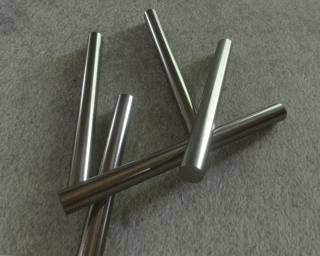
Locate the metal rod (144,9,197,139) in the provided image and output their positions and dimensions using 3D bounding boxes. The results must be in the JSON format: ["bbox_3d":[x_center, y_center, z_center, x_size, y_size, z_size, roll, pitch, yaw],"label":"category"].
[{"bbox_3d":[0.015,-0.100,0.486,0.025,0.025,0.300,-10,51,-8],"label":"metal rod"}]

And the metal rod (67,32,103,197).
[{"bbox_3d":[-0.100,-0.039,0.434,0.025,0.025,0.300,-3,50,-3],"label":"metal rod"}]

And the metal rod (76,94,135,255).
[{"bbox_3d":[-0.062,0.075,0.339,0.025,0.025,0.300,4,50,3],"label":"metal rod"}]

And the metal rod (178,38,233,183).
[{"bbox_3d":[0.070,-0.047,0.411,0.025,0.025,0.301,12,41,10],"label":"metal rod"}]

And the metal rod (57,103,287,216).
[{"bbox_3d":[0.034,0.026,0.362,0.302,0.025,0.025,-20,53,-24],"label":"metal rod"}]
